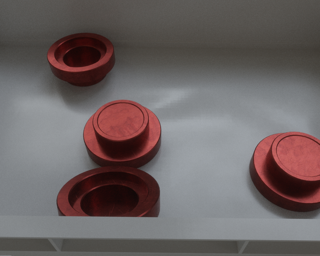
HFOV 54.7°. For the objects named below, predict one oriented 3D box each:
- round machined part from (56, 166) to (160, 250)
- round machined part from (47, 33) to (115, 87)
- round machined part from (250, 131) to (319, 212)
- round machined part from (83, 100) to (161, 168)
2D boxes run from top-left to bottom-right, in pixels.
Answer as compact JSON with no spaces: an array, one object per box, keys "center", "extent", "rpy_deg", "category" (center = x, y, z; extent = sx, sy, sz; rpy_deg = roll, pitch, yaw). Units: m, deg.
[{"center":[-0.049,0.081,0.309],"extent":[0.099,0.042,0.098],"rpy_deg":[0,24,0],"category":"round machined part"},{"center":[-0.118,-0.102,0.479],"extent":[0.099,0.042,0.098],"rpy_deg":[0,50,0],"category":"round machined part"},{"center":[0.158,0.043,0.359],"extent":[0.099,0.042,0.098],"rpy_deg":[0,50,0],"category":"round machined part"},{"center":[-0.048,0.002,0.392],"extent":[0.099,0.042,0.098],"rpy_deg":[0,50,0],"category":"round machined part"}]
